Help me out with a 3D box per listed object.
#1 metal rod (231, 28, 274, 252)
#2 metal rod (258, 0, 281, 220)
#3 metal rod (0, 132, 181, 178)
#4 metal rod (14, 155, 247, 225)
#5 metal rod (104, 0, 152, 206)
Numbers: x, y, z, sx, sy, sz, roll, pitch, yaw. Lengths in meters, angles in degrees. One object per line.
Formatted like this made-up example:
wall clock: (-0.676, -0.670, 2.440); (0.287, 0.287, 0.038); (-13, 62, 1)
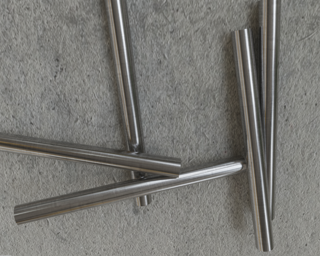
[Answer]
metal rod: (0.123, 0.026, 0.404); (0.025, 0.025, 0.298); (-10, 104, 3)
metal rod: (0.141, -0.009, 0.407); (0.025, 0.025, 0.298); (-6, 110, 2)
metal rod: (-0.124, 0.030, 0.402); (0.302, 0.025, 0.025); (8, 110, 3)
metal rod: (-0.032, 0.079, 0.409); (0.302, 0.025, 0.025); (-12, 110, -8)
metal rod: (-0.039, -0.033, 0.397); (0.025, 0.025, 0.298); (-5, 110, 2)
